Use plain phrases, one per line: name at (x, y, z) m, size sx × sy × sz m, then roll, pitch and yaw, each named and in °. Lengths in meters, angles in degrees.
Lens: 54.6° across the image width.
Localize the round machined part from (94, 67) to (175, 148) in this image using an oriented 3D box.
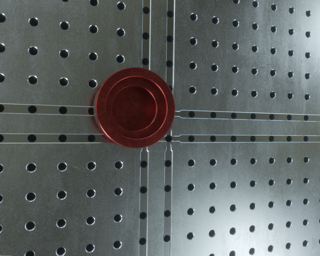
round machined part at (-0.034, -0.025, 0.391) m, size 0.099 × 0.042 × 0.097 m, roll 0°, pitch 90°, yaw -20°
